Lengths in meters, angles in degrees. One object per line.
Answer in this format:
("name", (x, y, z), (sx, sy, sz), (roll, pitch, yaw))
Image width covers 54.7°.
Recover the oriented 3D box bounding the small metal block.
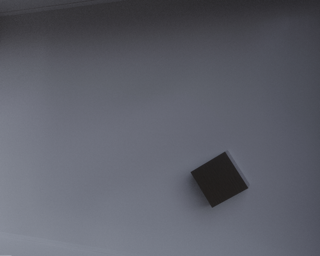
("small metal block", (0.075, 0.062, 0.384), (0.050, 0.025, 0.050), (-34, 79, 16))
